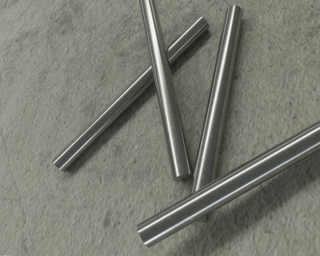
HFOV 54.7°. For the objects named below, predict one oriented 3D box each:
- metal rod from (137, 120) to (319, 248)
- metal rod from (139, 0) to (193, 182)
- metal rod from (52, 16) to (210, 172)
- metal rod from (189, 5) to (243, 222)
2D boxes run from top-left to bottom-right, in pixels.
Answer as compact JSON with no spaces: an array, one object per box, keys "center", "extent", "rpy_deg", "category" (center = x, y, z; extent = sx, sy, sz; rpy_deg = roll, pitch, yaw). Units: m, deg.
[{"center":[0.114,0.031,0.304],"extent":[0.301,0.025,0.025],"rpy_deg":[-30,52,0],"category":"metal rod"},{"center":[0.003,-0.075,0.420],"extent":[0.025,0.025,0.299],"rpy_deg":[-19,63,17],"category":"metal rod"},{"center":[-0.040,-0.052,0.454],"extent":[0.300,0.025,0.025],"rpy_deg":[-45,51,-4],"category":"metal rod"},{"center":[0.073,-0.036,0.386],"extent":[0.025,0.025,0.300],"rpy_deg":[1,62,28],"category":"metal rod"}]
